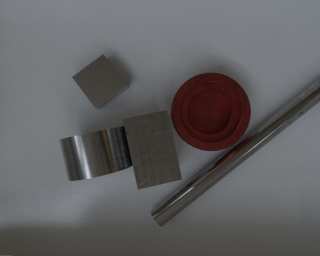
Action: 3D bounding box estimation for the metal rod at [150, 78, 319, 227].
[{"bbox_3d":[0.113,0.028,0.412,0.300,0.025,0.025,-38,90,-1],"label":"metal rod"}]

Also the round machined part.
[{"bbox_3d":[0.063,-0.020,0.404,0.099,0.042,0.097,0,90,-1],"label":"round machined part"}]

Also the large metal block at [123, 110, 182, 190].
[{"bbox_3d":[-0.012,0.024,0.382,0.050,0.080,0.080,-12,90,-6],"label":"large metal block"}]

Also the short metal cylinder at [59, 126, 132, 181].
[{"bbox_3d":[-0.078,0.030,0.383,0.080,0.080,0.050,-12,90,0],"label":"short metal cylinder"}]

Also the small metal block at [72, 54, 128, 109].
[{"bbox_3d":[-0.078,-0.060,0.410,0.050,0.025,0.050,-37,90,0],"label":"small metal block"}]
